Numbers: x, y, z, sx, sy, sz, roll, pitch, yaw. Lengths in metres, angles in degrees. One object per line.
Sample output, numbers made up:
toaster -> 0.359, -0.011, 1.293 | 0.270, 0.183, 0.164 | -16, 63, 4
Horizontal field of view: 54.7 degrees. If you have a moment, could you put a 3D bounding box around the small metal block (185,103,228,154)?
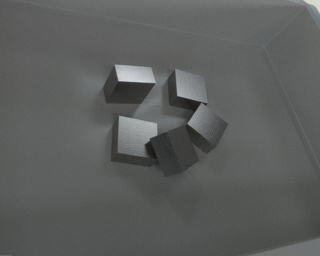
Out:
small metal block -> 0.063, 0.000, 0.441 | 0.050, 0.025, 0.050 | 39, 51, -3

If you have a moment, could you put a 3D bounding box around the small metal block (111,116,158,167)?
small metal block -> -0.031, 0.017, 0.380 | 0.050, 0.025, 0.050 | 12, 57, -22

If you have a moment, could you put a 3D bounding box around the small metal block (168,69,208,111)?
small metal block -> 0.041, -0.056, 0.464 | 0.050, 0.025, 0.050 | 11, 57, -22

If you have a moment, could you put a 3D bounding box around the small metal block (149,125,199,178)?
small metal block -> 0.019, 0.027, 0.382 | 0.050, 0.025, 0.050 | -20, 88, -60

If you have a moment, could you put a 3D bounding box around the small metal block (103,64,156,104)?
small metal block -> -0.041, -0.055, 0.403 | 0.050, 0.050, 0.025 | -1, 63, -29
